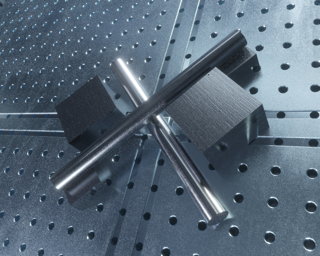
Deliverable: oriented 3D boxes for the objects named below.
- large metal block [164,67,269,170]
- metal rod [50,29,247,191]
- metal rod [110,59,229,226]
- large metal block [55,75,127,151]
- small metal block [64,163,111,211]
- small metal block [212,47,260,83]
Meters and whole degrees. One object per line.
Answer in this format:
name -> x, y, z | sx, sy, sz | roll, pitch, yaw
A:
large metal block -> 0.066, -0.012, 0.365 | 0.080, 0.050, 0.080 | -40, 51, 1
metal rod -> -0.015, -0.022, 0.397 | 0.300, 0.025, 0.025 | -38, 51, 2
metal rod -> -0.005, -0.004, 0.412 | 0.025, 0.025, 0.300 | -37, 51, 4
large metal block -> -0.097, -0.018, 0.454 | 0.080, 0.050, 0.080 | -37, 51, 3
small metal block -> -0.101, 0.073, 0.417 | 0.050, 0.025, 0.050 | -39, 51, 2
small metal block -> 0.095, -0.088, 0.413 | 0.050, 0.025, 0.050 | -38, 51, 3
